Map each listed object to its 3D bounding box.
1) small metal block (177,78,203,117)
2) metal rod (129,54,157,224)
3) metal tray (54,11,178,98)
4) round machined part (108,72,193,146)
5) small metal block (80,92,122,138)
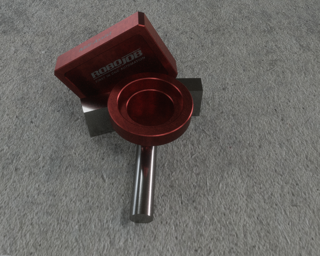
[{"bbox_3d":[0.030,-0.041,0.423,0.050,0.050,0.025,-1,50,-2],"label":"small metal block"},{"bbox_3d":[-0.014,-0.019,0.421,0.025,0.025,0.300,2,50,1],"label":"metal rod"},{"bbox_3d":[-0.055,-0.078,0.397,0.130,0.090,0.030,-23,46,19],"label":"metal tray"},{"bbox_3d":[-0.011,-0.018,0.373,0.099,0.042,0.098,2,53,-2],"label":"round machined part"},{"bbox_3d":[-0.072,-0.018,0.402,0.050,0.050,0.025,-15,52,-13],"label":"small metal block"}]
